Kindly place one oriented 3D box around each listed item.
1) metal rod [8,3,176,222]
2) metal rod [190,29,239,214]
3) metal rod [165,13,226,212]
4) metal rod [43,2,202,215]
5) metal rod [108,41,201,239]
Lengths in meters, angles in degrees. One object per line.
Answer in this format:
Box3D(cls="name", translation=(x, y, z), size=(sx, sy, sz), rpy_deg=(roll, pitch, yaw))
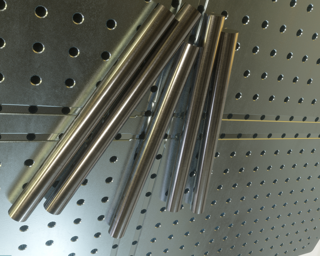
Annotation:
Box3D(cls="metal rod", translation=(-0.083, -0.010, 0.358), size=(0.025, 0.025, 0.299), rpy_deg=(31, 101, -38))
Box3D(cls="metal rod", translation=(0.074, 0.009, 0.456), size=(0.025, 0.025, 0.298), rpy_deg=(-10, 123, -23))
Box3D(cls="metal rod", translation=(0.043, -0.003, 0.432), size=(0.025, 0.025, 0.298), rpy_deg=(-5, 121, -26))
Box3D(cls="metal rod", translation=(-0.051, -0.015, 0.374), size=(0.025, 0.025, 0.299), rpy_deg=(29, 102, -38))
Box3D(cls="metal rod", translation=(-0.015, 0.030, 0.421), size=(0.025, 0.025, 0.298), rpy_deg=(8, 114, -32))
